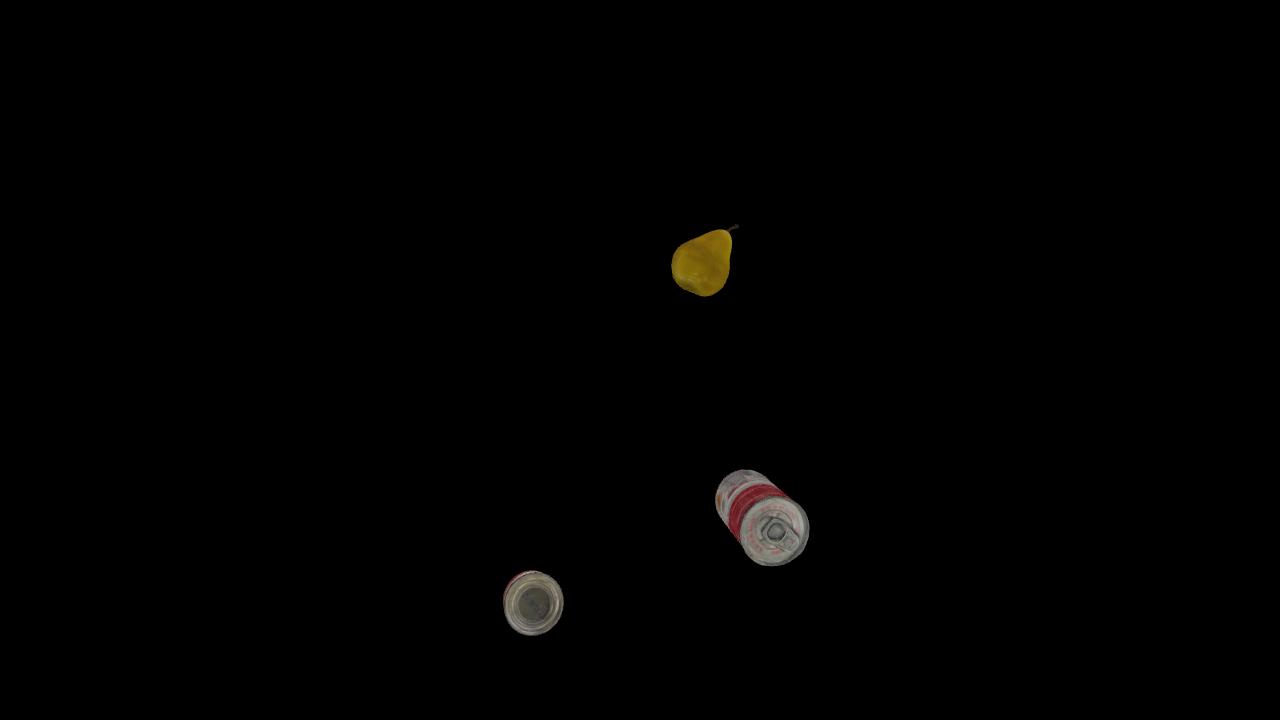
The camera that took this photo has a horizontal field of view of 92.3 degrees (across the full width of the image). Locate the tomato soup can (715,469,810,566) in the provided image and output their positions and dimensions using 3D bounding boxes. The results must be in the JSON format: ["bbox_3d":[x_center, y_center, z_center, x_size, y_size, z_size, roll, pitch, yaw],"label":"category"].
[{"bbox_3d":[0.118,0.154,0.617,0.068,0.068,0.101,0,5,-8],"label":"tomato soup can"}]

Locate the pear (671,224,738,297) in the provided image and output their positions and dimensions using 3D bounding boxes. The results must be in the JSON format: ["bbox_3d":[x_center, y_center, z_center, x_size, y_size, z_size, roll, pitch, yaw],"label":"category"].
[{"bbox_3d":[0.091,-0.144,0.830,0.080,0.111,0.080,26,-8,4],"label":"pear"}]

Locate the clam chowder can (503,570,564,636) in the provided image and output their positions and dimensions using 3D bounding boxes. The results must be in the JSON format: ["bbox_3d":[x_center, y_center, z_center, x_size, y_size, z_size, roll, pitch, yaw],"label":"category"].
[{"bbox_3d":[-0.127,0.283,0.723,0.068,0.068,0.102,0,-18,-12],"label":"clam chowder can"}]
